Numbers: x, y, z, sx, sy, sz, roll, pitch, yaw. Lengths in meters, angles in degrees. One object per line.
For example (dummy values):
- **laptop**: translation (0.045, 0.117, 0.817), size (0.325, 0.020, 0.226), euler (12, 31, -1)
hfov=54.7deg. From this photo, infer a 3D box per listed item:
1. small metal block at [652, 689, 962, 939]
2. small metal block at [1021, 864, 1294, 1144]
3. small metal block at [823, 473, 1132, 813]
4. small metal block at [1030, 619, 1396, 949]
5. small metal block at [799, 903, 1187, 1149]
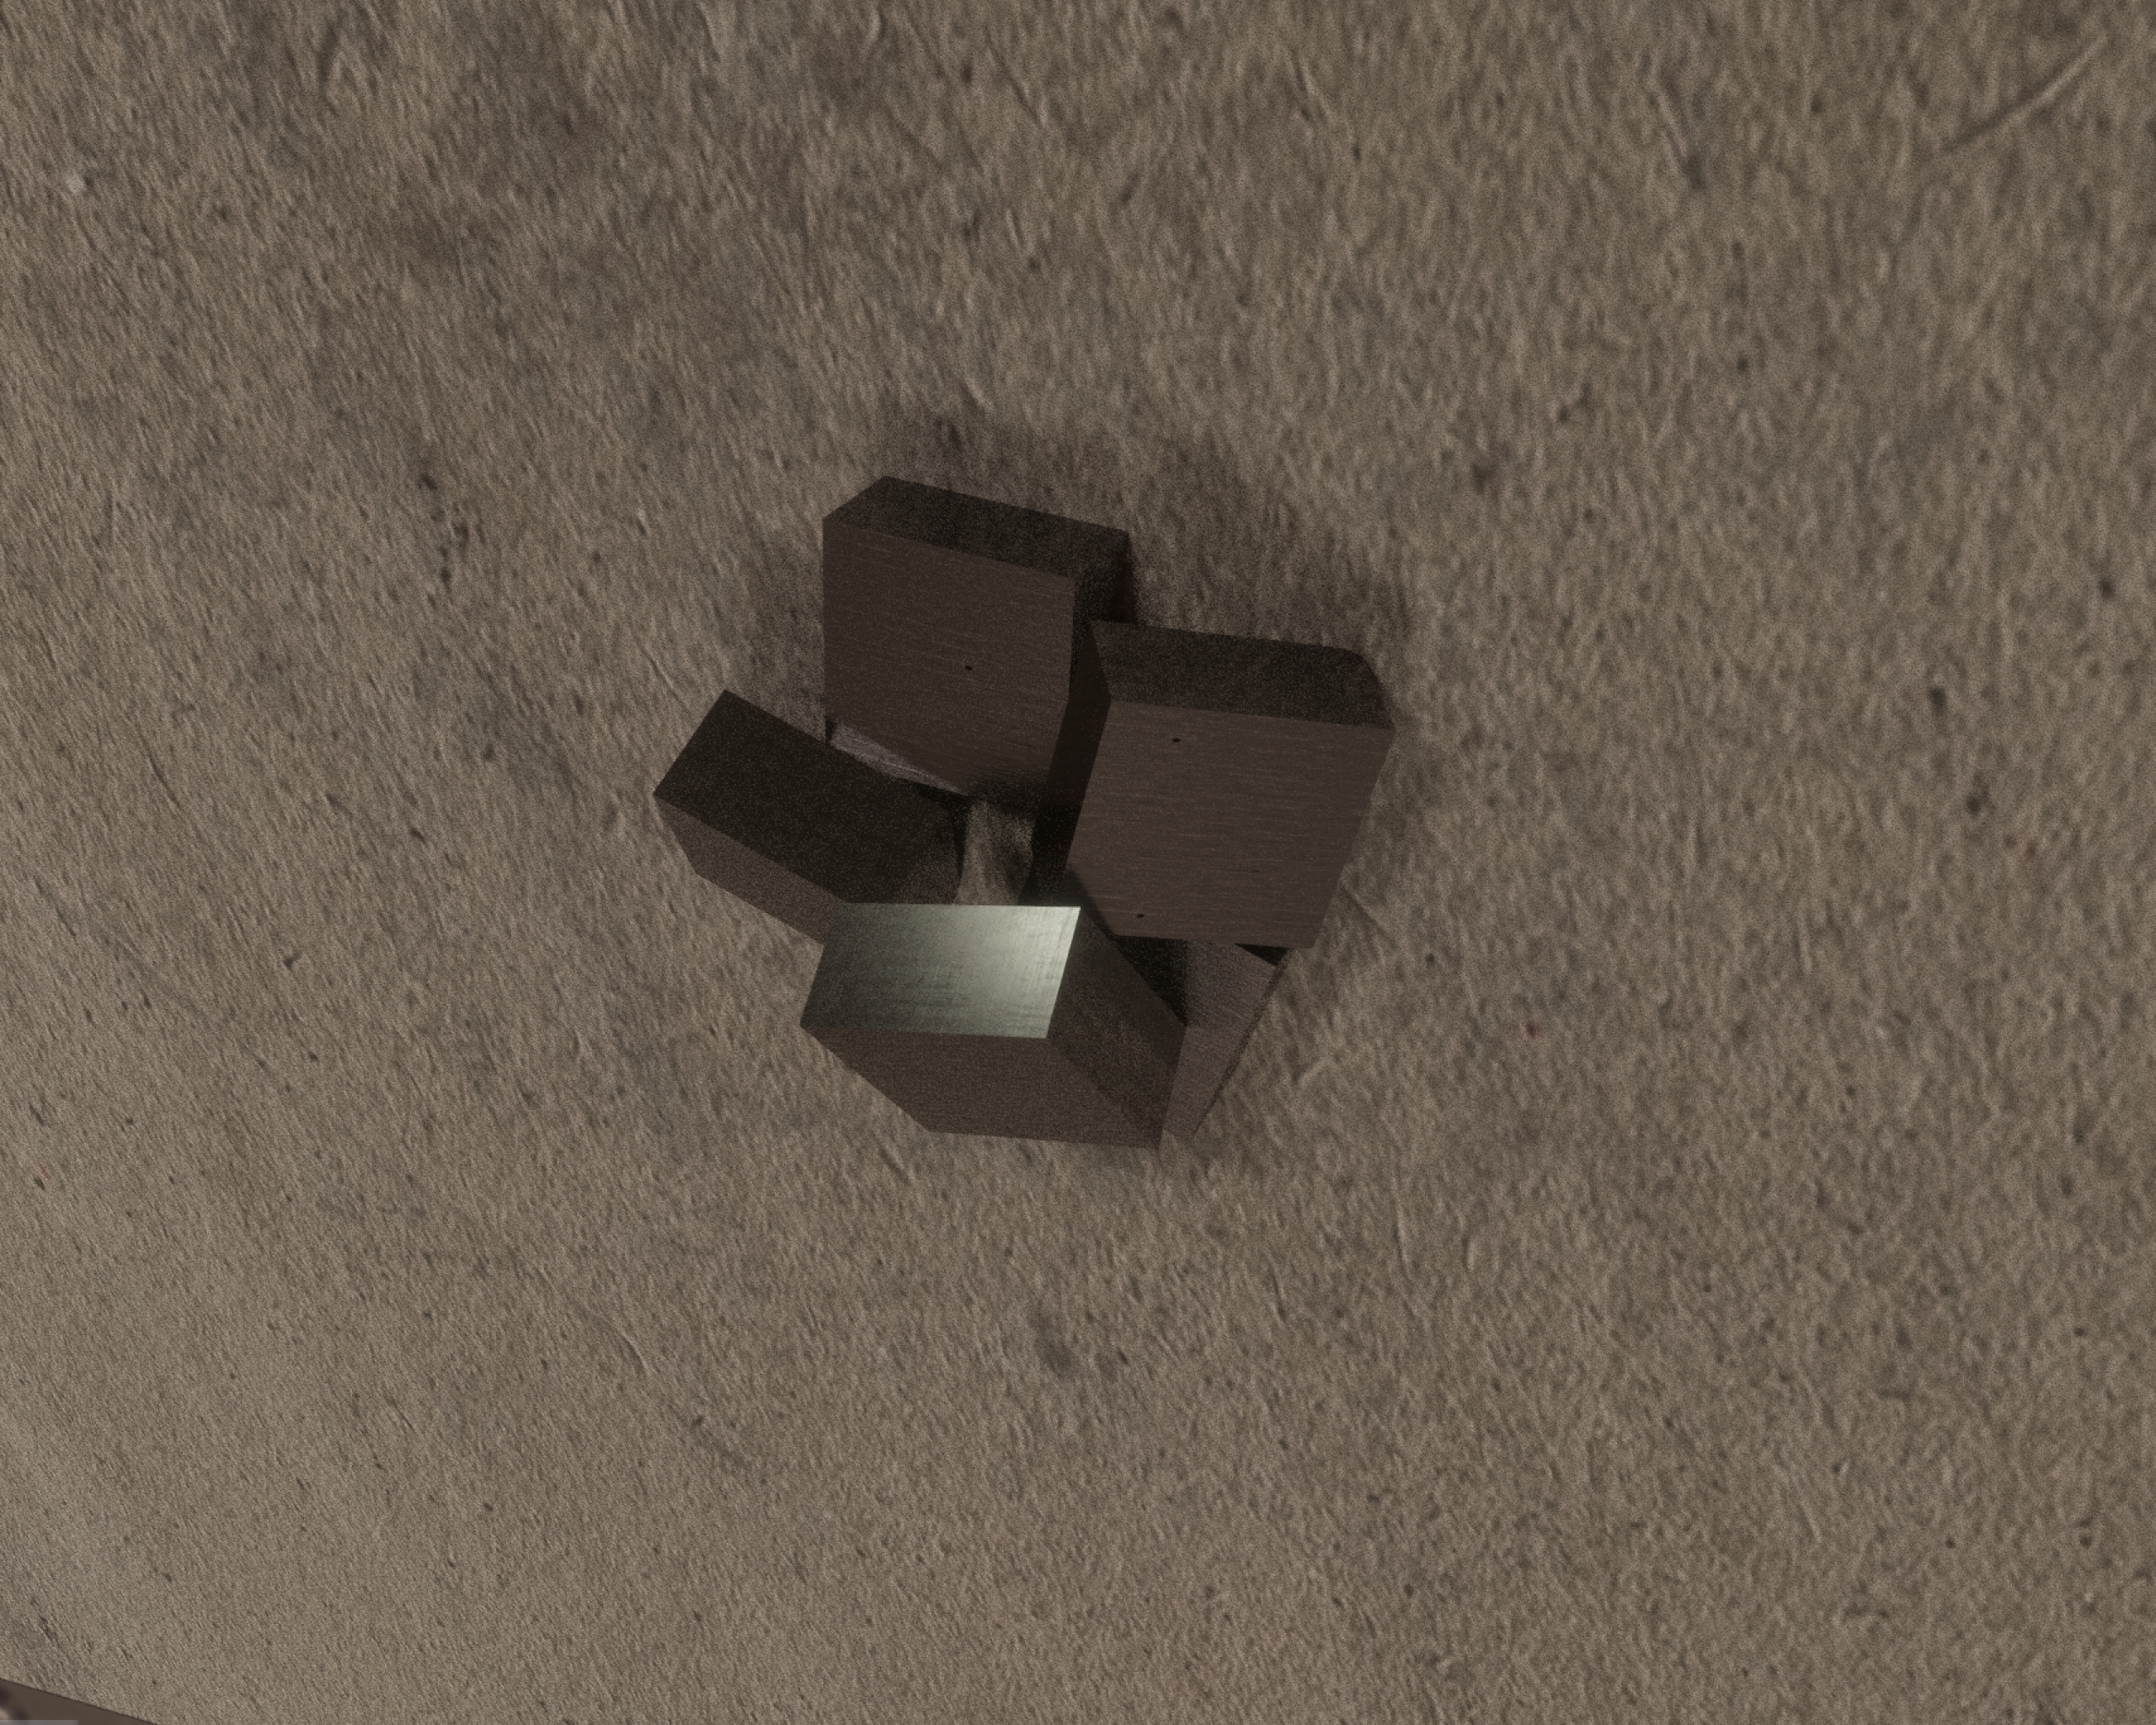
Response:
- **small metal block**: translation (-0.052, -0.004, 0.417), size (0.050, 0.025, 0.050), euler (29, 164, 8)
- **small metal block**: translation (0.013, 0.020, 0.413), size (0.050, 0.025, 0.050), euler (29, 128, 9)
- **small metal block**: translation (-0.019, -0.041, 0.392), size (0.050, 0.025, 0.050), euler (16, 125, 18)
- **small metal block**: translation (0.023, -0.013, 0.373), size (0.050, 0.025, 0.050), euler (5, 128, -15)
- **small metal block**: translation (-0.015, 0.030, 0.386), size (0.050, 0.025, 0.050), euler (0, 151, 28)
